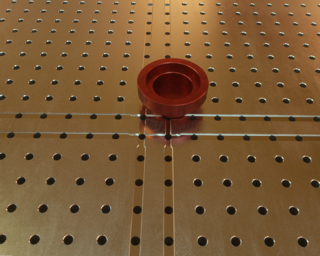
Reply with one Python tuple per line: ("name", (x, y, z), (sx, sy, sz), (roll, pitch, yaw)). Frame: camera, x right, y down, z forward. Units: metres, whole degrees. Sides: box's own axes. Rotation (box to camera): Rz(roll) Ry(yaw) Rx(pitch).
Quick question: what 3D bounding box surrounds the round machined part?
("round machined part", (0.018, -0.053, 0.441), (0.099, 0.042, 0.098), (0, 50, 0))
